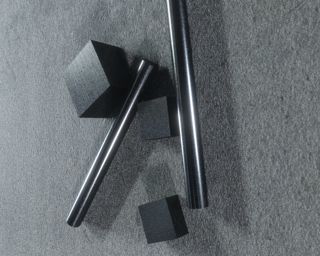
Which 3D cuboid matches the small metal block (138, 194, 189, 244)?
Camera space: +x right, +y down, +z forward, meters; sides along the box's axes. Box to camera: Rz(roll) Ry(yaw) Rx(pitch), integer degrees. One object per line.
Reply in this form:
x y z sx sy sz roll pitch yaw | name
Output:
0.003 0.118 0.400 0.050 0.025 0.050 -26 74 36 | small metal block

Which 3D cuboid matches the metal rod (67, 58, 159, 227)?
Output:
-0.079 0.035 0.467 0.025 0.025 0.298 42 115 31 | metal rod

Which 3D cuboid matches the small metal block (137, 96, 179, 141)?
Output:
-0.001 -0.011 0.404 0.050 0.025 0.050 -10 84 39 | small metal block

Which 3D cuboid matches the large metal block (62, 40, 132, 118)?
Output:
-0.092 -0.070 0.462 0.080 0.050 0.080 -38 67 33 | large metal block

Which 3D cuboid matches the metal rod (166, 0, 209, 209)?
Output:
0.030 -0.055 0.378 0.025 0.025 0.298 -10 84 39 | metal rod
